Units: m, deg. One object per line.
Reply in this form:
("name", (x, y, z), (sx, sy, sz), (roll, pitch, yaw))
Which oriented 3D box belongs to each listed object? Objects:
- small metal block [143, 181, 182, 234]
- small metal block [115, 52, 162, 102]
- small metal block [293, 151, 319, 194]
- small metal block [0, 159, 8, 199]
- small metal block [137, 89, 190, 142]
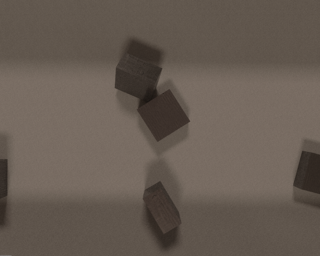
("small metal block", (0.003, 0.100, 0.399), (0.025, 0.050, 0.050), (-31, 90, 0))
("small metal block", (-0.029, -0.063, 0.396), (0.050, 0.050, 0.025), (23, 66, 0))
("small metal block", (0.214, 0.062, 0.414), (0.050, 0.025, 0.050), (15, 90, -1))
("small metal block", (-0.220, 0.067, 0.396), (0.025, 0.050, 0.050), (0, 90, 0))
("small metal block", (0.004, -0.016, 0.412), (0.050, 0.025, 0.050), (-32, 91, 0))
